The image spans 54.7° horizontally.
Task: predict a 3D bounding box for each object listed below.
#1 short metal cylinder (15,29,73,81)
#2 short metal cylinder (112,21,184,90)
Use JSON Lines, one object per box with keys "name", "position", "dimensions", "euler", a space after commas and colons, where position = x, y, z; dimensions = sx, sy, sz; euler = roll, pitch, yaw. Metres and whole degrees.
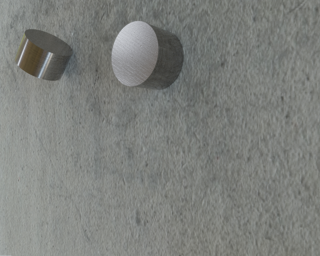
{"name": "short metal cylinder", "position": [-0.197, -0.125, 0.529], "dimensions": [0.080, 0.081, 0.050], "euler": [48, 119, 29]}
{"name": "short metal cylinder", "position": [-0.017, -0.091, 0.401], "dimensions": [0.080, 0.050, 0.079], "euler": [0, 90, 39]}
